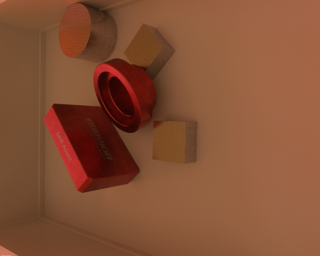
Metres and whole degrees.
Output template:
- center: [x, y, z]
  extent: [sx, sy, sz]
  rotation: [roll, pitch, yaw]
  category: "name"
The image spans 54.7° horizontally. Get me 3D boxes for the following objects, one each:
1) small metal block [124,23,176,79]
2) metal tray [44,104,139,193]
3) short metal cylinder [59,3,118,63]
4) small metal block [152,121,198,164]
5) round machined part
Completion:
- center: [-0.015, -0.103, 0.417]
  extent: [0.050, 0.025, 0.050]
  rotation: [-50, 61, 28]
  category: "small metal block"
- center: [-0.097, 0.024, 0.442]
  extent: [0.030, 0.091, 0.130]
  rotation: [-49, 62, 29]
  category: "metal tray"
- center: [-0.112, -0.145, 0.480]
  extent: [0.080, 0.050, 0.079]
  rotation: [0, 90, 39]
  category: "short metal cylinder"
- center: [0.018, 0.016, 0.390]
  extent: [0.050, 0.025, 0.050]
  rotation: [3, 92, 39]
  category: "small metal block"
- center: [-0.042, -0.046, 0.411]
  extent: [0.098, 0.042, 0.097]
  rotation: [33, 140, 34]
  category: "round machined part"
